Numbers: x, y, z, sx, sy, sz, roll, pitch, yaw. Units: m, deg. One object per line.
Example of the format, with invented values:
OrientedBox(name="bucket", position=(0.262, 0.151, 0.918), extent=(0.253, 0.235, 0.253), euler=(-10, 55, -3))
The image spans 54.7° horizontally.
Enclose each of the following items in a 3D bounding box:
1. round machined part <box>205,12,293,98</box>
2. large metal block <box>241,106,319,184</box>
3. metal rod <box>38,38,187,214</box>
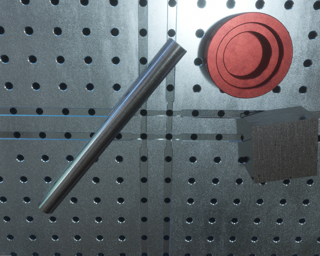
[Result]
OrientedBox(name="round machined part", position=(0.102, -0.088, 0.373), extent=(0.099, 0.042, 0.097), euler=(0, 110, 0))
OrientedBox(name="large metal block", position=(0.156, 0.021, 0.409), extent=(0.080, 0.050, 0.079), euler=(-8, 110, 3))
OrientedBox(name="metal rod", position=(-0.072, 0.007, 0.415), extent=(0.025, 0.025, 0.299), euler=(38, 106, -13))
